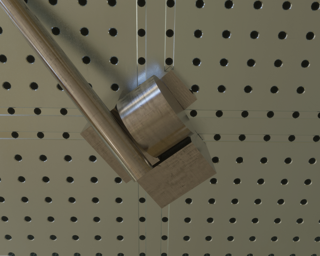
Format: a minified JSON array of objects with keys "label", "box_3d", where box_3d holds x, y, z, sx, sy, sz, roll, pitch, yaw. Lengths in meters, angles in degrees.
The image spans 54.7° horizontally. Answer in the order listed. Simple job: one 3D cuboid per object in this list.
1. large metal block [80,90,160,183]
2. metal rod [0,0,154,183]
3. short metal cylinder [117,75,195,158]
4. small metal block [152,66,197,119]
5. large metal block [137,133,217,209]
[{"label":"large metal block","box_3d":[-0.045,0.008,0.387,0.050,0.080,0.080,-36,107,12]},{"label":"metal rod","box_3d":[-0.109,-0.069,0.331,0.025,0.025,0.300,-40,85,13]},{"label":"short metal cylinder","box_3d":[-0.004,-0.013,0.352,0.050,0.080,0.080,-35,107,12]},{"label":"small metal block","box_3d":[0.011,-0.042,0.399,0.050,0.025,0.050,-40,106,13]},{"label":"large metal block","box_3d":[0.019,0.043,0.398,0.080,0.080,0.050,-36,107,12]}]
